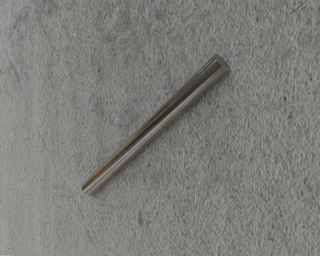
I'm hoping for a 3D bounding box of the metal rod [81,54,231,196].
[{"bbox_3d":[-0.023,0.012,0.427,0.299,0.025,0.025,-43,64,31],"label":"metal rod"}]
